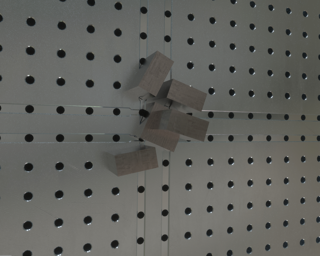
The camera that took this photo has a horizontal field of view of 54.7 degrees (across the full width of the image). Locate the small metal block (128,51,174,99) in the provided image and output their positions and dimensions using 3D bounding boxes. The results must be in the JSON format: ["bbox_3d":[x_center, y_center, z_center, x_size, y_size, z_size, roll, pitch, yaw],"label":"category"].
[{"bbox_3d":[-0.013,-0.066,0.395,0.025,0.050,0.050,30,80,-18],"label":"small metal block"}]

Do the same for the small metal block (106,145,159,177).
[{"bbox_3d":[-0.036,0.039,0.387,0.050,0.050,0.025,-10,94,-20],"label":"small metal block"}]

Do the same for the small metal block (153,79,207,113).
[{"bbox_3d":[0.026,-0.041,0.410,0.050,0.050,0.025,21,83,-19],"label":"small metal block"}]

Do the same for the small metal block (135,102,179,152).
[{"bbox_3d":[0.002,-0.001,0.414,0.050,0.025,0.050,25,82,-19],"label":"small metal block"}]

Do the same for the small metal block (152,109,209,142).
[{"bbox_3d":[0.024,-0.003,0.383,0.050,0.050,0.025,18,84,-20],"label":"small metal block"}]
